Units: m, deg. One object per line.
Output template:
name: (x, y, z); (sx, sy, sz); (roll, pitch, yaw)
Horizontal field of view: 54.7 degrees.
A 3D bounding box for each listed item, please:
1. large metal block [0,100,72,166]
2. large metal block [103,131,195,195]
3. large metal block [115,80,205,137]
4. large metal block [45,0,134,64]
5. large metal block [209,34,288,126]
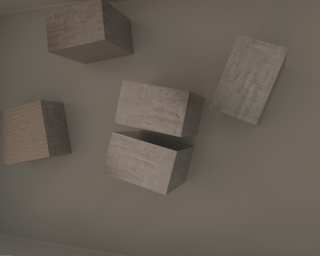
large metal block: (-0.186, 0.008, 0.461); (0.080, 0.050, 0.080); (-12, 86, 19)
large metal block: (-0.011, 0.038, 0.384); (0.080, 0.080, 0.050); (16, 95, 19)
large metal block: (0.003, -0.023, 0.379); (0.080, 0.080, 0.050); (12, 94, 19)
large metal block: (-0.091, -0.124, 0.412); (0.080, 0.080, 0.050); (-6, 88, 19)
large metal block: (0.100, -0.048, 0.346); (0.050, 0.080, 0.080); (23, 98, 18)
